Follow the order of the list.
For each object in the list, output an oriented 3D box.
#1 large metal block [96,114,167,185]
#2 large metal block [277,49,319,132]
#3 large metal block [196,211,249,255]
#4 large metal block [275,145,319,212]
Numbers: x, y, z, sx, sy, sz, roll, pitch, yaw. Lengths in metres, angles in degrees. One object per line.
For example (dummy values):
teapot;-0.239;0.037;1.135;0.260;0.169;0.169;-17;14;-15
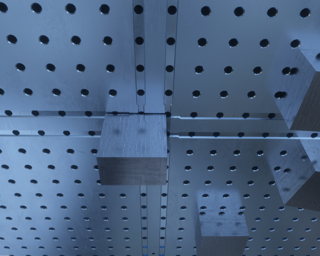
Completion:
large metal block;-0.032;0.026;0.398;0.081;0.080;0.050;0;130;-1
large metal block;0.197;-0.042;0.363;0.081;0.050;0.079;3;130;-3
large metal block;0.109;0.196;0.564;0.081;0.050;0.079;0;130;-1
large metal block;0.236;0.079;0.466;0.081;0.050;0.079;12;129;-11
